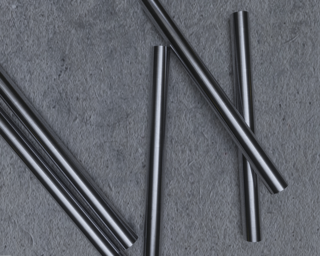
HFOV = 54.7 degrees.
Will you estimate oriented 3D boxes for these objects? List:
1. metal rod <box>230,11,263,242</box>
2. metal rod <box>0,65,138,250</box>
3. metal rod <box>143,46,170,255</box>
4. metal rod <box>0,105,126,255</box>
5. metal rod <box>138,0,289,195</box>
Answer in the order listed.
[{"bbox_3d":[0.114,-0.002,0.411,0.025,0.025,0.298,-3,90,-1],"label":"metal rod"},{"bbox_3d":[-0.132,0.035,0.408,0.025,0.025,0.300,-39,91,0],"label":"metal rod"},{"bbox_3d":[-0.005,0.043,0.409,0.025,0.025,0.298,2,90,-1],"label":"metal rod"},{"bbox_3d":[-0.136,0.079,0.408,0.025,0.025,0.300,-40,91,0],"label":"metal rod"},{"bbox_3d":[0.064,-0.050,0.394,0.025,0.025,0.299,-33,84,0],"label":"metal rod"}]
